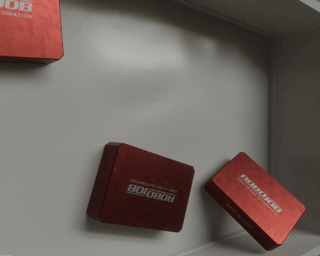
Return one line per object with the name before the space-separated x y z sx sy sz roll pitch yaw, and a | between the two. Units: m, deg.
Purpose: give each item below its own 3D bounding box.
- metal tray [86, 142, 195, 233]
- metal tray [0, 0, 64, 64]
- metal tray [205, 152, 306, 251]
metal tray | -0.018 0.077 0.391 0.131 0.030 0.090 23 76 -38
metal tray | -0.157 -0.106 0.273 0.131 0.030 0.089 -7 94 -40
metal tray | 0.146 0.108 0.478 0.130 0.030 0.091 44 53 17
